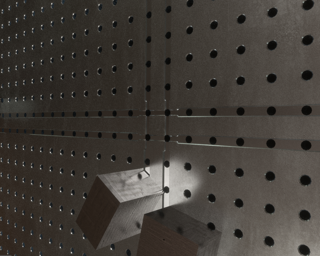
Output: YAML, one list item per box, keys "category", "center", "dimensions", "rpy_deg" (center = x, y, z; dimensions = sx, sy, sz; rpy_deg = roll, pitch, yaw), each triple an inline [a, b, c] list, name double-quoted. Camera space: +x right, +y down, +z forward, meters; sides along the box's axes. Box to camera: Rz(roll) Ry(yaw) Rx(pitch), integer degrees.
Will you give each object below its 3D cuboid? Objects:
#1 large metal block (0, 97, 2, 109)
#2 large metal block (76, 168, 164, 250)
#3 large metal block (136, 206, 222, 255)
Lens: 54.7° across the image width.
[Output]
- category: "large metal block"
  center: [-0.432, -0.064, 0.725]
  dimensions: [0.080, 0.081, 0.050]
  rpy_deg: [31, 109, 35]
- category: "large metal block"
  center: [-0.053, 0.105, 0.415]
  dimensions: [0.050, 0.081, 0.079]
  rpy_deg: [41, 115, 32]
- category: "large metal block"
  center: [0.020, 0.152, 0.375]
  dimensions: [0.080, 0.050, 0.079]
  rpy_deg: [17, 101, 38]
